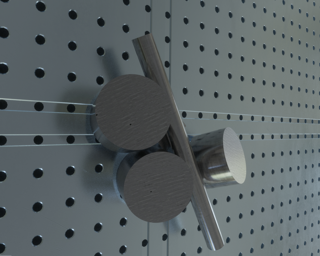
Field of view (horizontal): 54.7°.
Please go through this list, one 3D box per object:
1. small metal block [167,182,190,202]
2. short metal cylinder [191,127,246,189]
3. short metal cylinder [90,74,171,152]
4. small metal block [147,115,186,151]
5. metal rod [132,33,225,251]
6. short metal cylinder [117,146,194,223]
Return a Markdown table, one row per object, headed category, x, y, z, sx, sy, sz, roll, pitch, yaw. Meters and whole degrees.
| category | x | y | z | sx | sy | sz | roll | pitch | yaw |
| --- | --- | --- | --- | --- | --- | --- | --- | --- | --- |
| small metal block | 0.029 | 0.073 | 0.429 | 0.050 | 0.025 | 0.050 | -48 | 119 | -29 |
| short metal cylinder | 0.084 | 0.044 | 0.442 | 0.080 | 0.050 | 0.080 | 33 | 49 | -48 |
| short metal cylinder | -0.034 | -0.014 | 0.342 | 0.081 | 0.050 | 0.080 | 3 | 81 | -19 |
| small metal block | 0.000 | -0.004 | 0.405 | 0.050 | 0.025 | 0.050 | -51 | 120 | -28 |
| metal rod | 0.029 | 0.029 | 0.396 | 0.025 | 0.025 | 0.298 | -32 | 110 | -35 |
| short metal cylinder | -0.008 | 0.064 | 0.365 | 0.081 | 0.050 | 0.079 | -1 | 94 | -17 |
